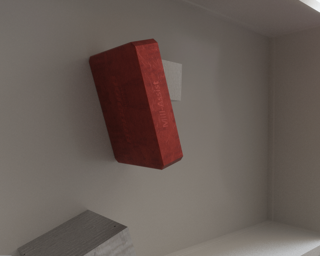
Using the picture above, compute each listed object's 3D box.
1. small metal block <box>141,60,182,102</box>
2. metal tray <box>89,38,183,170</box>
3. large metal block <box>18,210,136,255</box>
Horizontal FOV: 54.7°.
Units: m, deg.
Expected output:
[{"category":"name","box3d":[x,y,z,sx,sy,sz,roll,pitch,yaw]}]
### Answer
[{"category":"small metal block","box3d":[0.002,-0.062,0.410,0.050,0.025,0.050,3,88,-40]},{"category":"metal tray","box3d":[-0.028,-0.023,0.341,0.030,0.090,0.129,-22,104,-38]},{"category":"large metal block","box3d":[-0.080,0.130,0.306,0.081,0.080,0.050,-24,105,-38]}]
